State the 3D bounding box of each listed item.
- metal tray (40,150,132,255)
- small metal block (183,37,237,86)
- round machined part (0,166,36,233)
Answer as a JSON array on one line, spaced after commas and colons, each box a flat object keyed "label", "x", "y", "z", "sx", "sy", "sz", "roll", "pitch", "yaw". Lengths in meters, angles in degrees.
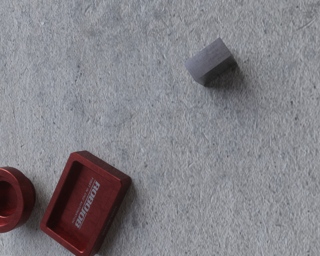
[{"label": "metal tray", "x": -0.108, "y": 0.109, "z": 0.444, "sx": 0.090, "sy": 0.030, "sz": 0.129, "roll": 28, "pitch": 99, "yaw": 17}, {"label": "small metal block", "x": 0.062, "y": -0.078, "z": 0.374, "sx": 0.050, "sy": 0.050, "sz": 0.025, "roll": -35, "pitch": 79, "yaw": 16}, {"label": "round machined part", "x": -0.236, "y": 0.108, "z": 0.483, "sx": 0.098, "sy": 0.042, "sz": 0.097, "roll": 0, "pitch": 90, "yaw": 20}]
